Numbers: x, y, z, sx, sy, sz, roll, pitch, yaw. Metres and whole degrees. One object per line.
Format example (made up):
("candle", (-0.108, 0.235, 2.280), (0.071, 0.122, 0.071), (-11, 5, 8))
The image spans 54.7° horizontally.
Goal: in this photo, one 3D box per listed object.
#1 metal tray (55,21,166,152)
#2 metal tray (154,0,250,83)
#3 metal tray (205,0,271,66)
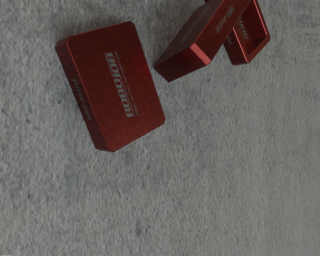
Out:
("metal tray", (-0.052, -0.048, 0.359), (0.091, 0.030, 0.129), (-30, 109, -36))
("metal tray", (0.055, -0.125, 0.407), (0.030, 0.090, 0.130), (43, 64, -20))
("metal tray", (0.132, -0.182, 0.513), (0.090, 0.030, 0.130), (-46, 118, -31))
